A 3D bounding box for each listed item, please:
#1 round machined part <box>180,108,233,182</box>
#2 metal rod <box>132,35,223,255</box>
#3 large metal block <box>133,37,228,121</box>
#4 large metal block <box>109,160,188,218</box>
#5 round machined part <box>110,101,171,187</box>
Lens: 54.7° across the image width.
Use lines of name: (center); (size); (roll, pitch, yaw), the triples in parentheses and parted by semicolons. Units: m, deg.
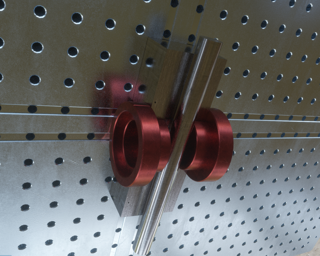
round machined part: (0.048, 0.021, 0.402); (0.042, 0.098, 0.097); (4, 117, -25)
metal rod: (0.013, 0.039, 0.378); (0.025, 0.025, 0.298); (3, 117, -30)
large metal block: (0.022, -0.057, 0.371); (0.081, 0.050, 0.079); (2, 118, -30)
large metal block: (-0.017, 0.072, 0.430); (0.081, 0.050, 0.079); (3, 117, -30)
round machined part: (-0.022, 0.018, 0.362); (0.042, 0.098, 0.097); (2, 118, -29)
